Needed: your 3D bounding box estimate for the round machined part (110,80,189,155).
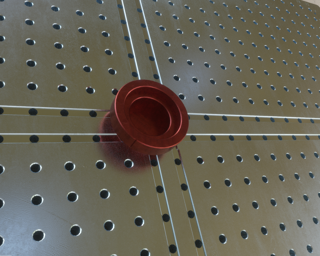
[{"bbox_3d":[-0.016,-0.010,0.394,0.099,0.042,0.098,13,56,-21],"label":"round machined part"}]
